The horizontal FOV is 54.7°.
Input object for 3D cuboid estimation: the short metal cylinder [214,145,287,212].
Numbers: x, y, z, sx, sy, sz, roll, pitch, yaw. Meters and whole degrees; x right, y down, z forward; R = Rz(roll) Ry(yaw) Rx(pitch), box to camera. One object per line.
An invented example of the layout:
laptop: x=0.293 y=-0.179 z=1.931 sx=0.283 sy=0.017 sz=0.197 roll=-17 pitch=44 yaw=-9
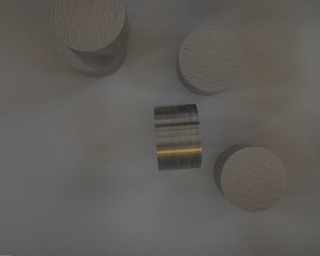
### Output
short metal cylinder: x=0.114 y=0.062 z=0.400 sx=0.081 sy=0.050 sz=0.080 roll=0 pitch=90 yaw=0

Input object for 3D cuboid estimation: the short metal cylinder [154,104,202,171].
short metal cylinder: x=0.021 y=0.011 z=0.384 sx=0.050 sy=0.080 sz=0.080 roll=-4 pitch=90 yaw=0

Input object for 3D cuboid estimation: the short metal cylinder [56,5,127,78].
short metal cylinder: x=-0.085 y=-0.108 z=0.398 sx=0.081 sy=0.050 sz=0.080 roll=0 pitch=90 yaw=0

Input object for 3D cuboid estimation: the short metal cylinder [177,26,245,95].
short metal cylinder: x=0.063 y=-0.084 z=0.399 sx=0.081 sy=0.050 sz=0.080 roll=0 pitch=90 yaw=0

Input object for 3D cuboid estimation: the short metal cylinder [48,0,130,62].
short metal cylinder: x=-0.077 y=-0.120 z=0.348 sx=0.081 sy=0.050 sz=0.080 roll=0 pitch=90 yaw=0
